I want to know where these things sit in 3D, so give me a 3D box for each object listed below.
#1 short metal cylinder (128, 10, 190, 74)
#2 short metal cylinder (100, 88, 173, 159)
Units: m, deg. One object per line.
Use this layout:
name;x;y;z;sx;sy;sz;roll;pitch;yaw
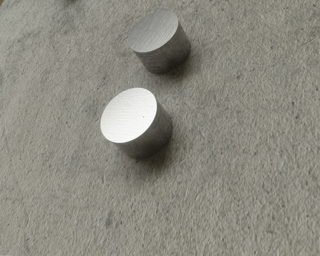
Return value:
short metal cylinder;0.000;-0.129;0.467;0.080;0.050;0.080;-13;56;21
short metal cylinder;-0.030;-0.006;0.407;0.080;0.050;0.080;-13;56;21
